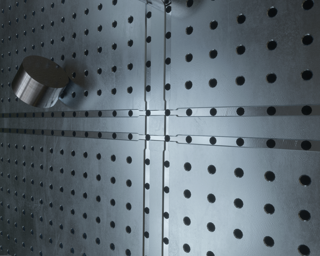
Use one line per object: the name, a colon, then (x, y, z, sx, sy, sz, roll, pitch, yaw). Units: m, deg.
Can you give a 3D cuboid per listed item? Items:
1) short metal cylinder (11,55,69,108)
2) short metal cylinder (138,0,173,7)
short metal cylinder: (-0.209, -0.081, 0.543, 0.050, 0.081, 0.080, -47, 62, 29)
short metal cylinder: (-0.013, -0.205, 0.402, 0.080, 0.050, 0.079, 0, 90, 39)
